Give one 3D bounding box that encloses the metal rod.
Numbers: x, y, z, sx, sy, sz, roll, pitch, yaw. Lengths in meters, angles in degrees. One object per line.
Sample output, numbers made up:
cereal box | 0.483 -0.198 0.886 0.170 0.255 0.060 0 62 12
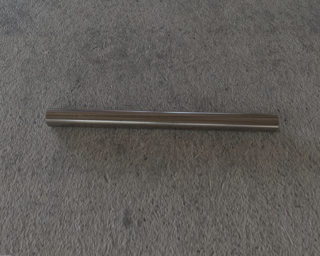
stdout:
metal rod | 0.002 -0.010 0.414 0.302 0.025 0.025 1 50 1
